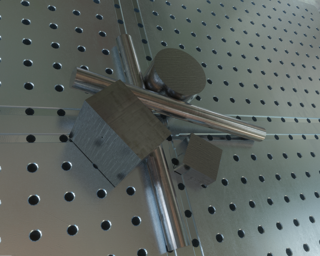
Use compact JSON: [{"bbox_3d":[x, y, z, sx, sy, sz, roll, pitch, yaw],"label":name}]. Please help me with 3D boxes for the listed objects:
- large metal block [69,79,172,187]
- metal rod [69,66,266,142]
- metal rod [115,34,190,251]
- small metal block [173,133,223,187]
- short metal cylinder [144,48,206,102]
[{"bbox_3d":[-0.047,0.008,0.342,0.080,0.080,0.050,46,51,4],"label":"large metal block"},{"bbox_3d":[0.031,-0.023,0.416,0.302,0.025,0.025,15,56,-29],"label":"metal rod"},{"bbox_3d":[-0.016,0.001,0.400,0.025,0.025,0.299,-2,63,-29],"label":"metal rod"},{"bbox_3d":[0.051,0.042,0.413,0.050,0.025,0.050,29,52,-10],"label":"small metal block"},{"bbox_3d":[0.018,-0.067,0.444,0.081,0.050,0.080,14,56,-21],"label":"short metal cylinder"}]
